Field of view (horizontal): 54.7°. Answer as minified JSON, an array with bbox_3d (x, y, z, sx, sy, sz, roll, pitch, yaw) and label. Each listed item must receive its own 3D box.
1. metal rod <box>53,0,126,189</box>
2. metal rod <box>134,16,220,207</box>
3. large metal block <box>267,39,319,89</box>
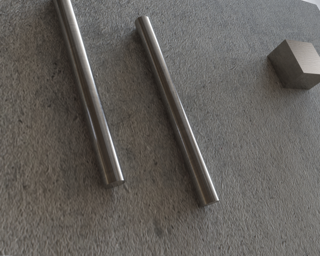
[{"bbox_3d":[-0.098,-0.069,0.393,0.025,0.025,0.299,-7,65,-31],"label":"metal rod"},{"bbox_3d":[0.017,-0.038,0.437,0.025,0.025,0.299,-5,64,-31],"label":"metal rod"},{"bbox_3d":[0.275,-0.125,0.615,0.081,0.050,0.080,-2,63,-30],"label":"large metal block"}]
